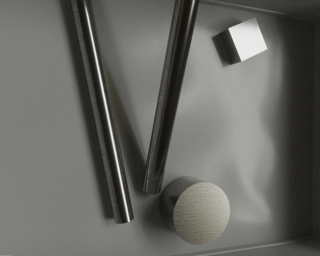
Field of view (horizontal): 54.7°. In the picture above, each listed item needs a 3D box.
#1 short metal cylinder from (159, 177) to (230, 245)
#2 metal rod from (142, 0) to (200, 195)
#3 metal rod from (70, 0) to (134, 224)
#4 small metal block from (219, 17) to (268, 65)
[{"bbox_3d":[0.045,0.108,0.416,0.081,0.050,0.079,0,90,-21],"label":"short metal cylinder"},{"bbox_3d":[0.014,-0.054,0.352,0.025,0.025,0.298,2,114,-20],"label":"metal rod"},{"bbox_3d":[-0.073,-0.029,0.384,0.025,0.025,0.298,-12,94,-20],"label":"metal rod"},{"bbox_3d":[0.123,-0.128,0.457,0.050,0.025,0.050,-27,99,-18],"label":"small metal block"}]
